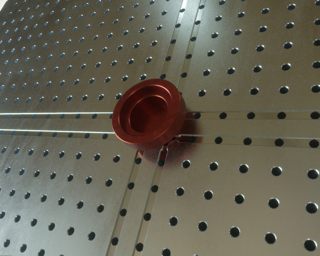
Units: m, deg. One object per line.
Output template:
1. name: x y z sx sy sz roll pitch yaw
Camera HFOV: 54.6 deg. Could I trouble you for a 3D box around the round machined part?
1. round machined part: -0.011 -0.014 0.412 0.098 0.042 0.098 -13 56 21
